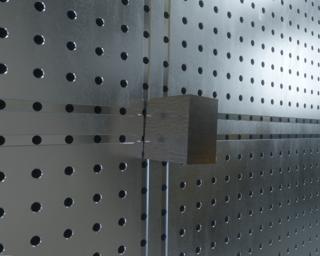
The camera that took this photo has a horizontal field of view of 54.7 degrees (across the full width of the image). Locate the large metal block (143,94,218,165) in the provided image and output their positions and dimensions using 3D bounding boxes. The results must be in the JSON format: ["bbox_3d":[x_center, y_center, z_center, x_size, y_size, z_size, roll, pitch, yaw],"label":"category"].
[{"bbox_3d":[0.025,0.002,0.395,0.050,0.080,0.080,4,87,-40],"label":"large metal block"}]
